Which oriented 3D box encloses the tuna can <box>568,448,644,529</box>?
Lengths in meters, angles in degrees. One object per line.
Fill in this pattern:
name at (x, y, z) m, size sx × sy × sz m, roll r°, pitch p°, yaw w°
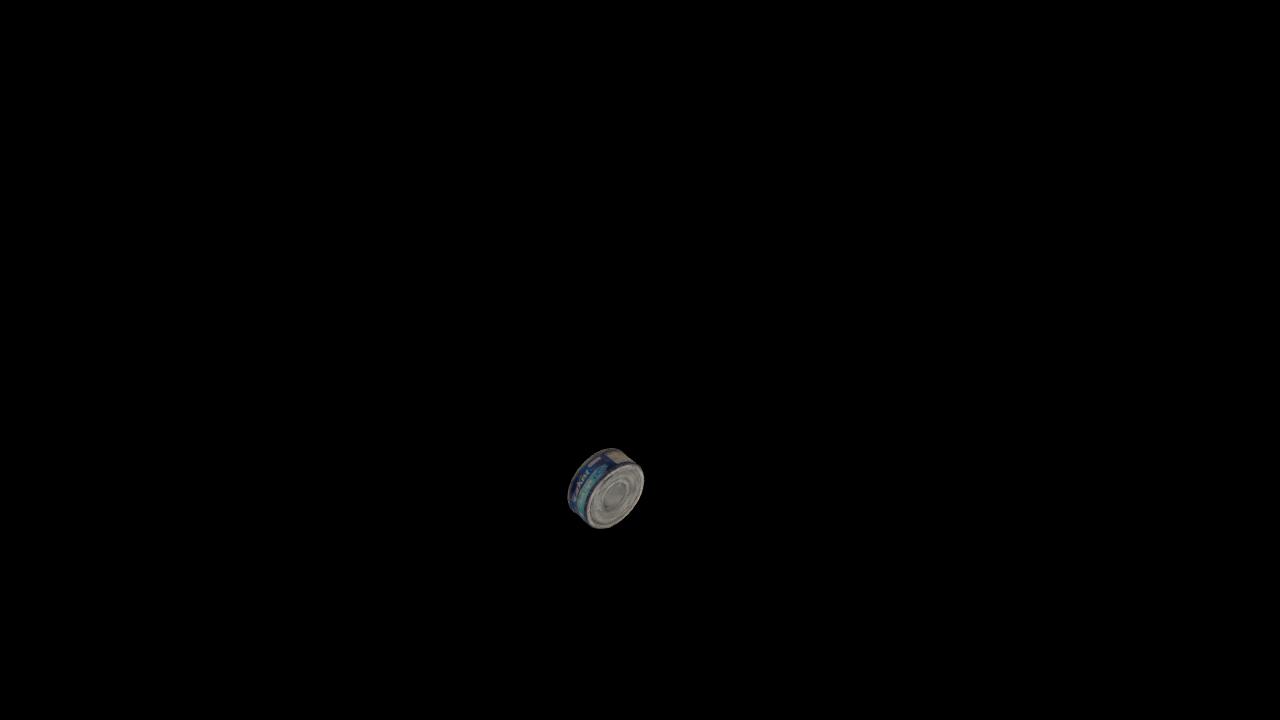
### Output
tuna can at (-0.035, 0.140, 0.668) m, size 0.084 × 0.084 × 0.034 m, roll 0°, pitch 24°, yaw -45°
